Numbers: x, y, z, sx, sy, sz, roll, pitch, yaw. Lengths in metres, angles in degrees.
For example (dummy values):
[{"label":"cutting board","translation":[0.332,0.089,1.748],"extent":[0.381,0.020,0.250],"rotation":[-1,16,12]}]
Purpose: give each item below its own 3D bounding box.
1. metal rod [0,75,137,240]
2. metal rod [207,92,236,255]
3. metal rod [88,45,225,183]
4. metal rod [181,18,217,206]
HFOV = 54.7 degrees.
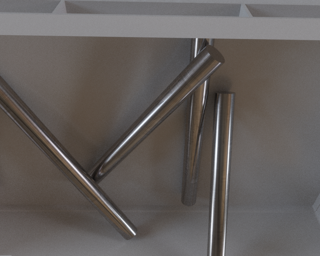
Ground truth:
[{"label":"metal rod","translation":[-0.122,0.055,0.425],"extent":[0.025,0.025,0.299],"rotation":[-25,118,19]},{"label":"metal rod","translation":[0.078,0.101,0.412],"extent":[0.025,0.025,0.298],"rotation":[0,104,-1]},{"label":"metal rod","translation":[-0.032,0.009,0.398],"extent":[0.025,0.025,0.299],"rotation":[29,130,-23]},{"label":"metal rod","translation":[0.046,0.005,0.414],"extent":[0.025,0.025,0.298],"rotation":[-1,130,0]}]
